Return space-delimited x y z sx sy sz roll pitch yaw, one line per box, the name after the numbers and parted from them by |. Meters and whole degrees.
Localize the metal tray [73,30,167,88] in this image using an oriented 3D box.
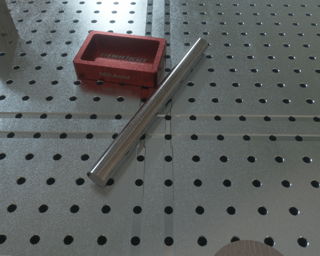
-0.061 -0.113 0.498 0.131 0.030 0.090 8 50 6 | metal tray

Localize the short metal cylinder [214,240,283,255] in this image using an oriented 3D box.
0.077 0.146 0.269 0.081 0.050 0.080 0 50 0 | short metal cylinder

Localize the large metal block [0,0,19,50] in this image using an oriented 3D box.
-0.302 -0.188 0.526 0.080 0.080 0.050 19 53 15 | large metal block

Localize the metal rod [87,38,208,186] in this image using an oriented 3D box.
-0.002 -0.041 0.442 0.025 0.025 0.301 23 53 18 | metal rod
